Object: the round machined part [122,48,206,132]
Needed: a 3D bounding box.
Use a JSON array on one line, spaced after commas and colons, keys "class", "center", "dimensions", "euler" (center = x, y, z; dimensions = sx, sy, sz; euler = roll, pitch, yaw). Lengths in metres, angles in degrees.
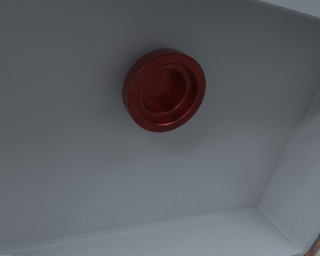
[{"class": "round machined part", "center": [0.001, -0.047, 0.369], "dimensions": [0.099, 0.042, 0.097], "euler": [-14, 124, -21]}]
